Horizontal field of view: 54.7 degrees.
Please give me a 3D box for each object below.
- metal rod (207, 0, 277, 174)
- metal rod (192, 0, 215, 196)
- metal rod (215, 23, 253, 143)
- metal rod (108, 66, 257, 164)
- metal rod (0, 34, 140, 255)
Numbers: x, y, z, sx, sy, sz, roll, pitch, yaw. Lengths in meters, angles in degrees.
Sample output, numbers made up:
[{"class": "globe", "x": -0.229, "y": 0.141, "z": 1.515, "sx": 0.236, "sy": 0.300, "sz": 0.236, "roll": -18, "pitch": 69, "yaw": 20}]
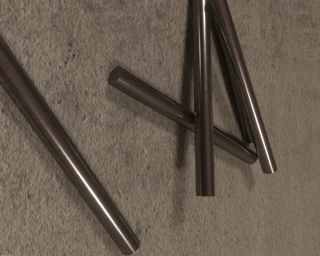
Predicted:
[{"class": "metal rod", "x": 0.135, "y": -0.056, "z": 0.487, "sx": 0.025, "sy": 0.025, "sz": 0.299, "roll": -38, "pitch": 115, "yaw": -34}, {"class": "metal rod", "x": 0.060, "y": -0.058, "z": 0.431, "sx": 0.025, "sy": 0.025, "sz": 0.298, "roll": 9, "pitch": 77, "yaw": -40}, {"class": "metal rod", "x": 0.117, "y": -0.115, "z": 0.505, "sx": 0.025, "sy": 0.025, "sz": 0.298, "roll": -30, "pitch": 109, "yaw": -36}, {"class": "metal rod", "x": 0.054, "y": -0.005, "z": 0.451, "sx": 0.301, "sy": 0.025, "sz": 0.025, "roll": 28, "pitch": 73, "yaw": -37}, {"class": "metal rod", "x": -0.101, "y": 0.022, "z": 0.321, "sx": 0.025, "sy": 0.025, "sz": 0.299, "roll": -43, "pitch": 116, "yaw": -32}]
